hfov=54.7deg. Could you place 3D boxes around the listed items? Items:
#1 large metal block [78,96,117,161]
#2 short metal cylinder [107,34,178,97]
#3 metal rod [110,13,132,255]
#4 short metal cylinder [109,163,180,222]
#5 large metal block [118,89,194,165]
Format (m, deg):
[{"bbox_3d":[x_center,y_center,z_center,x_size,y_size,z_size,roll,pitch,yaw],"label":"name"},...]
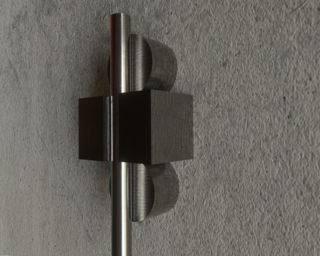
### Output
[{"bbox_3d":[-0.062,0.001,0.421,0.050,0.081,0.080,-1,89,40],"label":"large metal block"},{"bbox_3d":[-0.024,-0.078,0.409,0.080,0.050,0.080,0,89,40],"label":"short metal cylinder"},{"bbox_3d":[-0.048,0.012,0.380,0.025,0.025,0.298,-1,89,40],"label":"metal rod"},{"bbox_3d":[-0.021,0.078,0.408,0.080,0.050,0.080,0,89,40],"label":"short metal cylinder"},{"bbox_3d":[-0.003,-0.001,0.373,0.050,0.081,0.080,-1,89,40],"label":"large metal block"}]
